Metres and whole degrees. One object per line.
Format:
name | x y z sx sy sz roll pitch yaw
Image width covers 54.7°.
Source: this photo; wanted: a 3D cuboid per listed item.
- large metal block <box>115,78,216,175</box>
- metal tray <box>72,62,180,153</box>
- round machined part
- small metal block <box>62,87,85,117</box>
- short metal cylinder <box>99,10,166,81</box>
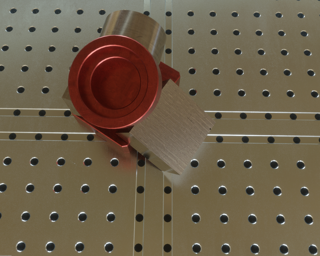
large metal block | 0.007 -0.001 0.379 0.080 0.050 0.080 42 72 -19
metal tray | -0.044 -0.043 0.425 0.090 0.030 0.130 33 73 11
round machined part | -0.046 -0.048 0.340 0.098 0.042 0.097 0 90 11
small metal block | -0.091 -0.044 0.380 0.025 0.050 0.050 18 71 6
short metal cylinder | -0.037 -0.099 0.386 0.080 0.080 0.050 13 71 4
